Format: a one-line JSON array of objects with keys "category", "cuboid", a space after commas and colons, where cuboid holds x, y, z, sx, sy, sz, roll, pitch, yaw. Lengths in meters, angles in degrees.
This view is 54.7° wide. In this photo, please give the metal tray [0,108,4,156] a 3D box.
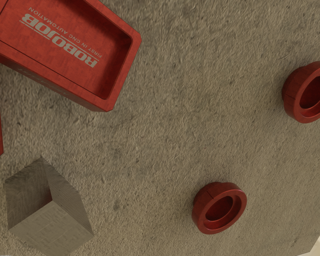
[{"category": "metal tray", "cuboid": [-0.196, -0.030, 0.278, 0.091, 0.030, 0.129, -5, 121, -27]}]

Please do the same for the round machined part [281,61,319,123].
[{"category": "round machined part", "cuboid": [0.234, -0.059, 0.490, 0.099, 0.042, 0.097, -14, 125, -21]}]

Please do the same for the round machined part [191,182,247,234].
[{"category": "round machined part", "cuboid": [0.097, 0.132, 0.533, 0.099, 0.042, 0.097, -14, 125, -21]}]

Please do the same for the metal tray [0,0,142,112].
[{"category": "metal tray", "cuboid": [-0.086, -0.081, 0.282, 0.131, 0.030, 0.090, 30, 74, -38]}]

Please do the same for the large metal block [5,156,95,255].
[{"category": "large metal block", "cuboid": [-0.128, 0.093, 0.360, 0.050, 0.080, 0.080, -34, 129, -6]}]
